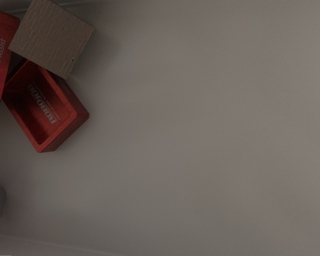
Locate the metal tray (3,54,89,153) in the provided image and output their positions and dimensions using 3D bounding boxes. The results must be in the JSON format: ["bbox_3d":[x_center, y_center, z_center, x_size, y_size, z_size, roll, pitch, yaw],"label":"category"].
[{"bbox_3d":[-0.179,-0.039,0.468,0.090,0.030,0.130,-41,78,15],"label":"metal tray"}]

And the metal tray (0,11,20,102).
[{"bbox_3d":[-0.245,-0.094,0.453,0.090,0.030,0.129,-10,70,51],"label":"metal tray"}]

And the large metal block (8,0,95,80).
[{"bbox_3d":[-0.146,-0.125,0.427,0.080,0.050,0.080,29,101,-20],"label":"large metal block"}]

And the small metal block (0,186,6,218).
[{"bbox_3d":[-0.266,0.108,0.476,0.025,0.050,0.050,-19,45,-2],"label":"small metal block"}]
